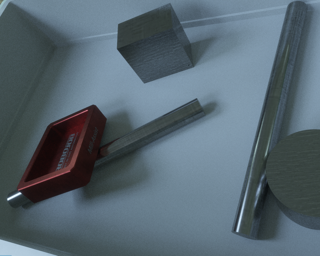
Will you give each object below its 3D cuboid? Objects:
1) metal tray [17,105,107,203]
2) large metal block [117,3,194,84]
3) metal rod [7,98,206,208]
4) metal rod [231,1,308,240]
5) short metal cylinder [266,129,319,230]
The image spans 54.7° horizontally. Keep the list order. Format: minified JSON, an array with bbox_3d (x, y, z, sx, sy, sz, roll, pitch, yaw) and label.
[{"bbox_3d":[-0.128,0.031,0.420,0.090,0.030,0.130,-21,36,19],"label":"metal tray"},{"bbox_3d":[-0.005,-0.118,0.444,0.080,0.080,0.050,-15,56,19],"label":"large metal block"},{"bbox_3d":[-0.080,0.039,0.421,0.301,0.025,0.025,-27,53,11],"label":"metal rod"},{"bbox_3d":[0.131,-0.027,0.352,0.025,0.025,0.300,7,65,31],"label":"metal rod"},{"bbox_3d":[0.143,0.048,0.285,0.080,0.050,0.080,-13,56,20],"label":"short metal cylinder"}]
